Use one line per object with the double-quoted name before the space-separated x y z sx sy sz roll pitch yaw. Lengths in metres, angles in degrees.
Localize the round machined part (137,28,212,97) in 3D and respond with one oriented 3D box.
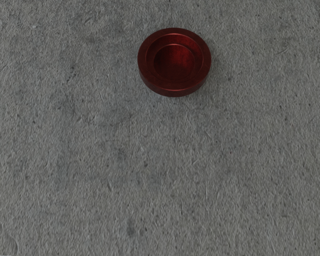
"round machined part" 0.019 -0.086 0.431 0.099 0.042 0.098 0 70 0
